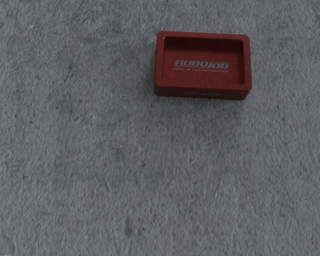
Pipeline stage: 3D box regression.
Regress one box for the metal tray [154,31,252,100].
[{"bbox_3d":[0.059,-0.089,0.438,0.131,0.030,0.090,3,70,0],"label":"metal tray"}]
